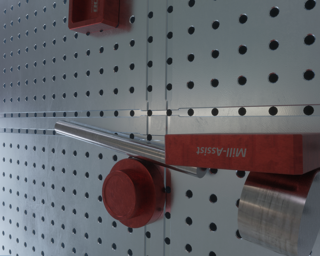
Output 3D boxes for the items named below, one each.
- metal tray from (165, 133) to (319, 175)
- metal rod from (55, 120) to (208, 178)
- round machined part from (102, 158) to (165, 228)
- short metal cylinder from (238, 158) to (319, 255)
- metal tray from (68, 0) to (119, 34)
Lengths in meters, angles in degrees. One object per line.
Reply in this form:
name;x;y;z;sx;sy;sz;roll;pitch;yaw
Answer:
metal tray;0.081;0.020;0.300;0.130;0.091;0.030;-1;90;40
metal rod;-0.064;0.023;0.461;0.300;0.025;0.025;12;98;39
round machined part;-0.043;0.091;0.434;0.098;0.042;0.097;0;90;40
short metal cylinder;0.112;0.072;0.281;0.050;0.081;0.079;11;97;39
metal tray;-0.105;-0.223;0.492;0.090;0.030;0.129;5;93;39
